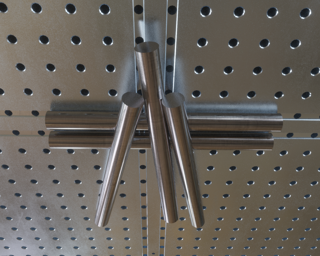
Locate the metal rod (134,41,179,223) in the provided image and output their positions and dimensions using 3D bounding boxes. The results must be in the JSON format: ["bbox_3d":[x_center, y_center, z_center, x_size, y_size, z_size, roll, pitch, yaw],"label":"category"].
[{"bbox_3d":[0.002,0.031,0.406,0.025,0.025,0.298,-5,130,4],"label":"metal rod"}]

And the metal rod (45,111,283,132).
[{"bbox_3d":[0.006,-0.009,0.405,0.302,0.025,0.025,1,130,-1],"label":"metal rod"}]

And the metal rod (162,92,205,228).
[{"bbox_3d":[0.041,0.068,0.446,0.025,0.025,0.299,-8,137,6],"label":"metal rod"}]

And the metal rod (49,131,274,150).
[{"bbox_3d":[0.003,0.018,0.427,0.302,0.025,0.025,1,130,-1],"label":"metal rod"}]

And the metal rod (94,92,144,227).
[{"bbox_3d":[-0.066,0.067,0.443,0.025,0.025,0.298,11,136,-10],"label":"metal rod"}]
